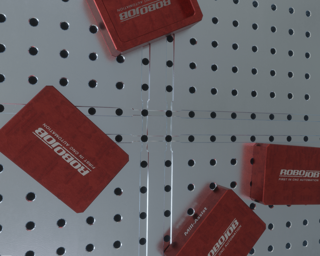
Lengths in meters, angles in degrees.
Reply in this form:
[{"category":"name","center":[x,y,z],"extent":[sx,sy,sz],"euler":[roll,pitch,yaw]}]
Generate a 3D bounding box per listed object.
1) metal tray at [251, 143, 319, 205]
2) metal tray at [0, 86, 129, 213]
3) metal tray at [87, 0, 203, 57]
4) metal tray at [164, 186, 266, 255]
[{"category":"metal tray","center":[0.208,0.072,0.486],"extent":[0.131,0.030,0.090],"euler":[5,88,-20]},{"category":"metal tray","center":[-0.114,0.025,0.368],"extent":[0.130,0.030,0.090],"euler":[45,76,-15]},{"category":"metal tray","center":[-0.019,-0.159,0.402],"extent":[0.131,0.030,0.090],"euler":[-27,99,-18]},{"category":"metal tray","center":[0.080,0.160,0.439],"extent":[0.090,0.030,0.130],"euler":[45,76,-15]}]
